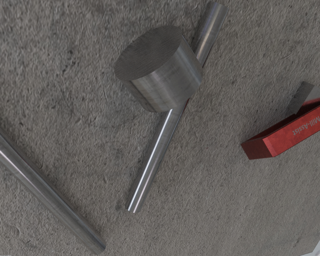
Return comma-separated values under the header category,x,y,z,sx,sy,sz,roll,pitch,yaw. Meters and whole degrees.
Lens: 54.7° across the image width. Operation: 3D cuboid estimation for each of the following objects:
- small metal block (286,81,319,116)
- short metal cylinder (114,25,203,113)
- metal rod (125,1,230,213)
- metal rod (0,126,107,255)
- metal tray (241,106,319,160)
category,x,y,z,sx,sy,sz,roll,pitch,yaw
small metal block,0.231,-0.043,0.487,0.025,0.050,0.050,26,107,-2
short metal cylinder,-0.001,-0.063,0.332,0.080,0.080,0.050,-40,130,-1
metal rod,0.015,-0.012,0.406,0.025,0.025,0.298,9,114,-33
metal rod,-0.142,0.073,0.374,0.025,0.025,0.299,-32,129,-8
metal tray,0.200,0.004,0.478,0.131,0.090,0.030,-28,86,-11
